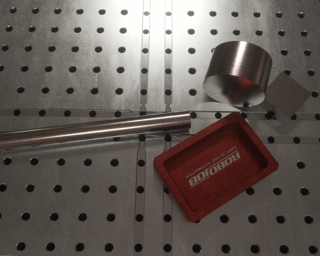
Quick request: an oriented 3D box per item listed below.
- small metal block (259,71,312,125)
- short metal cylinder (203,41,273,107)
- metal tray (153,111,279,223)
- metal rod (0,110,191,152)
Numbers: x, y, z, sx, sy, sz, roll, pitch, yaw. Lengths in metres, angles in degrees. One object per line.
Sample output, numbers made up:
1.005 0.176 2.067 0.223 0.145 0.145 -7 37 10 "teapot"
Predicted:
0.170 -0.042 0.429 0.050 0.025 0.050 43 75 13 "small metal block"
0.102 -0.069 0.409 0.080 0.080 0.050 17 71 6 "short metal cylinder"
0.068 0.048 0.392 0.131 0.030 0.090 -30 73 -11 "metal tray"
-0.110 0.006 0.407 0.302 0.025 0.025 -7 70 -3 "metal rod"
